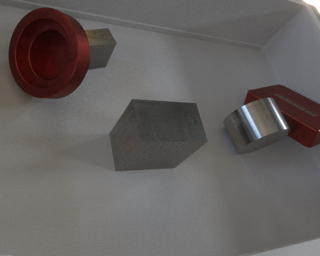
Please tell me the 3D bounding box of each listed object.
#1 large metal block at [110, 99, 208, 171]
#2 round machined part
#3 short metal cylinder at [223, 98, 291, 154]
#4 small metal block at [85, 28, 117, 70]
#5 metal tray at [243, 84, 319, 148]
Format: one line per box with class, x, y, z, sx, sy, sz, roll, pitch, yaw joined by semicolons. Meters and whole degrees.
large metal block;-0.005;0.011;0.362;0.081;0.080;0.050;1;61;-28
round machined part;-0.121;-0.082;0.355;0.098;0.098;0.042;56;20;11
short metal cylinder;0.139;-0.001;0.449;0.081;0.080;0.050;-8;66;-32
small metal block;-0.091;-0.101;0.403;0.050;0.050;0.025;-18;72;-35
metal tray;0.211;-0.025;0.493;0.091;0.030;0.130;-14;39;-33
